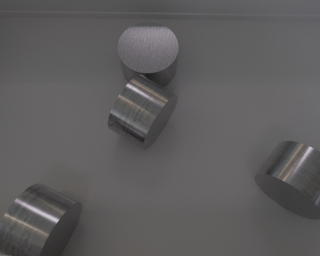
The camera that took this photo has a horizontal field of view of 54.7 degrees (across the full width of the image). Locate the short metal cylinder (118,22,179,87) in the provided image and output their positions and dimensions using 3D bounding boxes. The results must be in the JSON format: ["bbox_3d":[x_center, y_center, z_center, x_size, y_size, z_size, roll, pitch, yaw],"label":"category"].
[{"bbox_3d":[-0.016,-0.099,0.432,0.081,0.050,0.080,0,70,0],"label":"short metal cylinder"}]

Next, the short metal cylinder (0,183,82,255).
[{"bbox_3d":[-0.130,0.108,0.340,0.050,0.080,0.080,24,72,8],"label":"short metal cylinder"}]

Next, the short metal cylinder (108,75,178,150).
[{"bbox_3d":[-0.020,-0.019,0.387,0.050,0.080,0.080,31,73,11],"label":"short metal cylinder"}]

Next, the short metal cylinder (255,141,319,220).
[{"bbox_3d":[0.159,0.060,0.359,0.080,0.080,0.050,37,74,12],"label":"short metal cylinder"}]
